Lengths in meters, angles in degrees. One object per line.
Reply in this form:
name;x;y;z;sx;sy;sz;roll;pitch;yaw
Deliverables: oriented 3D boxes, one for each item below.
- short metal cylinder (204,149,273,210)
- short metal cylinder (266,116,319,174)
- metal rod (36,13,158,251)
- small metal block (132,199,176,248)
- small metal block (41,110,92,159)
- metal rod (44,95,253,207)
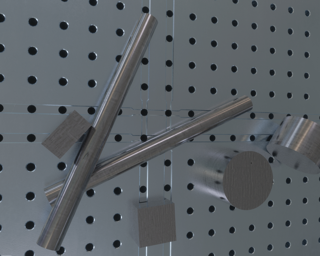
short metal cylinder;0.111;0.071;0.440;0.081;0.050;0.079;0;90;-20
short metal cylinder;0.208;0.026;0.460;0.080;0.080;0.050;37;78;-16
metal rod;-0.067;-0.008;0.370;0.025;0.025;0.299;26;75;-18
small metal block;-0.008;0.125;0.410;0.050;0.025;0.050;-4;91;-20
small metal block;-0.109;0.007;0.359;0.025;0.050;0.050;44;76;-15
metal rod;-0.001;0.023;0.412;0.302;0.025;0.025;-25;99;-18
